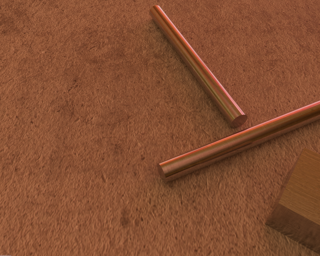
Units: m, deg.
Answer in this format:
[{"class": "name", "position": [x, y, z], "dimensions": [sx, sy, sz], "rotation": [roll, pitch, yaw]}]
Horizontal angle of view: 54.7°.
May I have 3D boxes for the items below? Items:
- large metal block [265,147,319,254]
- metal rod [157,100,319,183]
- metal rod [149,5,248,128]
[{"class": "large metal block", "position": [0.169, 0.080, 0.322], "dimensions": [0.080, 0.050, 0.080], "rotation": [27, 55, 21]}, {"class": "metal rod", "position": [0.138, 0.004, 0.401], "dimensions": [0.302, 0.025, 0.025], "rotation": [-20, 53, -16]}, {"class": "metal rod", "position": [0.048, -0.115, 0.500], "dimensions": [0.025, 0.025, 0.300], "rotation": [-17, 52, -14]}]
